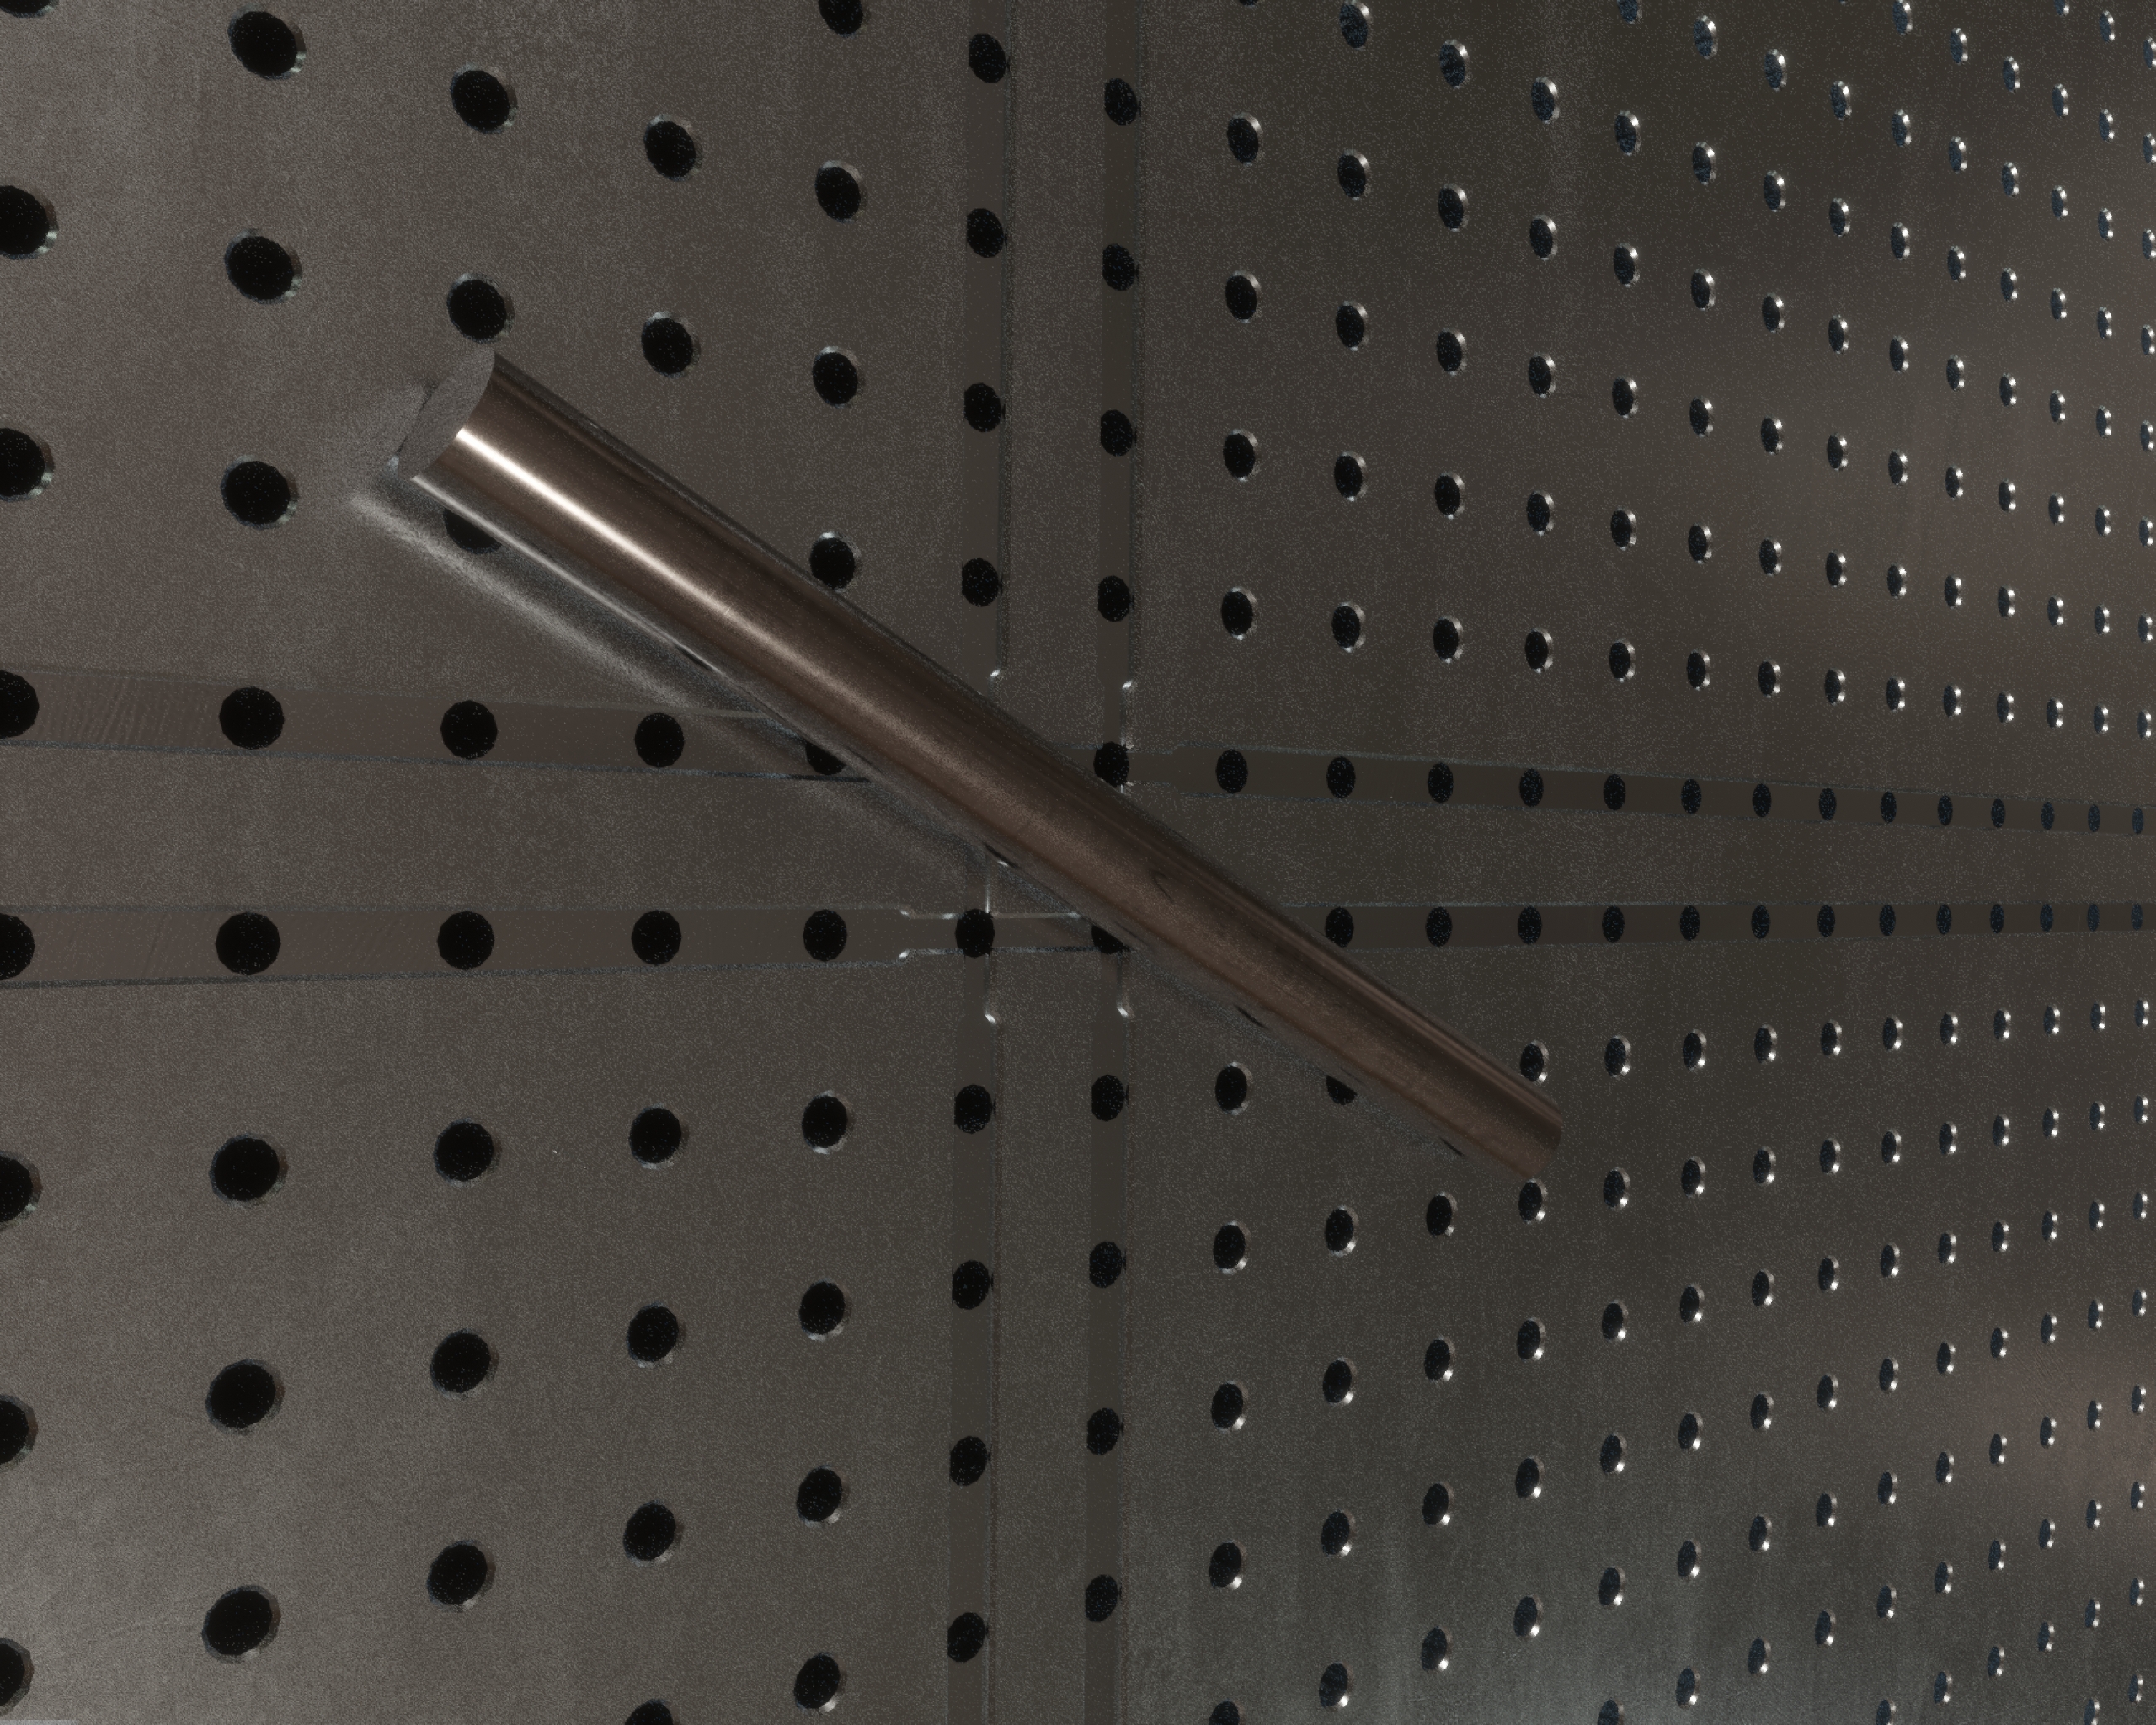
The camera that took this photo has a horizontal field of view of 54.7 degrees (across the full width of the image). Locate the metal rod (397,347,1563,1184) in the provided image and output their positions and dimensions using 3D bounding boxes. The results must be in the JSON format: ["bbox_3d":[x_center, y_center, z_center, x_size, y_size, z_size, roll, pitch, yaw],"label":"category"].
[{"bbox_3d":[0.003,-0.003,0.414,0.301,0.025,0.025,34,69,-35],"label":"metal rod"}]
